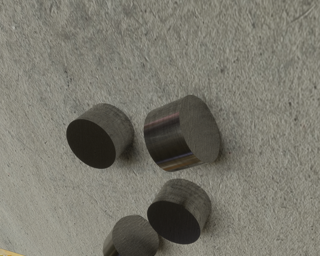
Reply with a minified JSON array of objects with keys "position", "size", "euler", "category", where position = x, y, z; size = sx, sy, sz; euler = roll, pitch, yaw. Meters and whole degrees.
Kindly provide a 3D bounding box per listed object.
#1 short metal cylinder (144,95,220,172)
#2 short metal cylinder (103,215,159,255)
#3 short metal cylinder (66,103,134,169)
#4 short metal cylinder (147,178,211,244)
[{"position":[0.027,0.007,0.362],"size":[0.050,0.080,0.080],"euler":[-20,108,36],"category":"short metal cylinder"},{"position":[-0.049,0.195,0.518],"size":[0.080,0.080,0.050],"euler":[35,129,5],"category":"short metal cylinder"},{"position":[-0.084,0.011,0.442],"size":[0.080,0.050,0.079],"euler":[13,124,21],"category":"short metal cylinder"},{"position":[0.028,0.121,0.450],"size":[0.080,0.050,0.079],"euler":[13,124,21],"category":"short metal cylinder"}]
